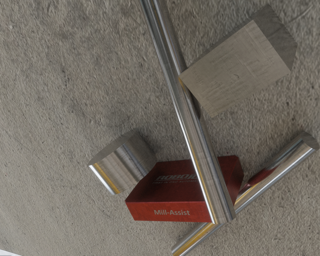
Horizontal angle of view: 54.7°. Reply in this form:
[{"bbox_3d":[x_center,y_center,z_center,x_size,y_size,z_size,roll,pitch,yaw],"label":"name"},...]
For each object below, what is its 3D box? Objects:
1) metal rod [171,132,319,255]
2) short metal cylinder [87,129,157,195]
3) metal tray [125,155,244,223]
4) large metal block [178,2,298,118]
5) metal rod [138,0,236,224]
[{"bbox_3d":[0.095,0.110,0.423,0.025,0.025,0.298,36,129,3],"label":"metal rod"},{"bbox_3d":[-0.051,0.045,0.425,0.080,0.080,0.050,-27,104,37],"label":"short metal cylinder"},{"bbox_3d":[0.032,0.076,0.394,0.130,0.090,0.030,-9,114,32],"label":"metal tray"},{"bbox_3d":[0.076,-0.064,0.291,0.080,0.080,0.050,-33,100,38],"label":"large metal block"},{"bbox_3d":[0.016,-0.052,0.305,0.025,0.025,0.298,-18,91,35],"label":"metal rod"}]
